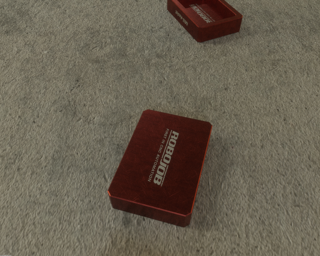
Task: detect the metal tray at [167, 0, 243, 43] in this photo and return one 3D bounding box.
[{"bbox_3d":[0.081,-0.217,0.582,0.091,0.030,0.130,-20,53,-16],"label":"metal tray"}]

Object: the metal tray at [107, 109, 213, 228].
[{"bbox_3d":[0.005,0.041,0.366,0.090,0.030,0.130,13,51,10],"label":"metal tray"}]
